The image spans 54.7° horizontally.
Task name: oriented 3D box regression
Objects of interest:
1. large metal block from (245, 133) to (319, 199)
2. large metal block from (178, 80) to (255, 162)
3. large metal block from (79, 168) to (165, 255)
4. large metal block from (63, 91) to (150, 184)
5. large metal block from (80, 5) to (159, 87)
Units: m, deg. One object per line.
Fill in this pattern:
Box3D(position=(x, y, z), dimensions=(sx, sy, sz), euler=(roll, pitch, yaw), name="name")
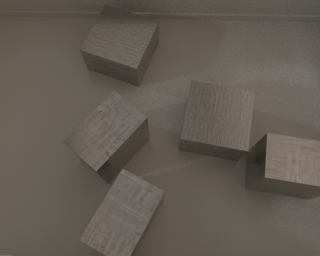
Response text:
Box3D(position=(0.152, 0.048, 0.365), dimensions=(0.080, 0.080, 0.050), euler=(9, 70, 3), name="large metal block")
Box3D(position=(0.072, -0.008, 0.400), dimensions=(0.080, 0.050, 0.080), euler=(11, 70, 3), name="large metal block")
Box3D(position=(-0.036, 0.099, 0.344), dimensions=(0.050, 0.080, 0.080), euler=(27, 72, 9), name="large metal block")
Box3D(position=(-0.059, 0.015, 0.374), dimensions=(0.050, 0.080, 0.080), euler=(39, 74, 12), name="large metal block")
Box3D(position=(-0.053, -0.116, 0.438), dimensions=(0.080, 0.050, 0.080), euler=(20, 71, 6), name="large metal block")
